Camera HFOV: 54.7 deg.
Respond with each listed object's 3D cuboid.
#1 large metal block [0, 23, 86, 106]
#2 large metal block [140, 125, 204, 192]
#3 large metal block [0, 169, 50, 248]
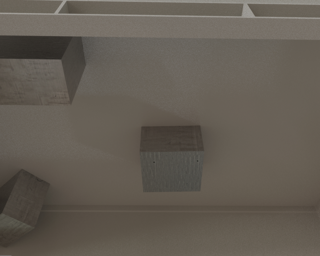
[{"bbox_3d":[-0.127,-0.067,0.315,0.081,0.080,0.050,1,130,-1],"label":"large metal block"},{"bbox_3d":[0.016,0.044,0.430,0.080,0.050,0.079,-1,130,1],"label":"large metal block"},{"bbox_3d":[-0.224,0.123,0.476,0.080,0.080,0.050,-36,122,26],"label":"large metal block"}]
